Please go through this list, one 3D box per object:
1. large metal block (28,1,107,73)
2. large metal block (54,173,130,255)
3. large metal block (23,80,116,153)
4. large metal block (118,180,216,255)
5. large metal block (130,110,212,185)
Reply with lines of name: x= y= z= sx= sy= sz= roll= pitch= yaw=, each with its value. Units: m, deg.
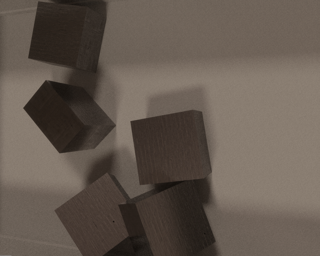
large metal block: x=-0.131 y=-0.128 z=0.442 sx=0.080 sy=0.050 sz=0.079 roll=13 pitch=94 yaw=19
large metal block: x=-0.075 y=0.117 z=0.409 sx=0.080 sy=0.050 sz=0.080 roll=-36 pitch=78 yaw=-6
large metal block: x=-0.120 y=-0.015 z=0.422 sx=0.050 sy=0.080 sz=0.080 roll=-46 pitch=76 yaw=14
large metal block: x=0.008 y=0.113 z=0.369 sx=0.050 sy=0.081 sz=0.080 roll=-26 pitch=83 yaw=58
large metal block: x=0.015 y=0.024 z=0.391 sx=0.080 sy=0.050 sz=0.080 roll=-10 pitch=87 yaw=19
